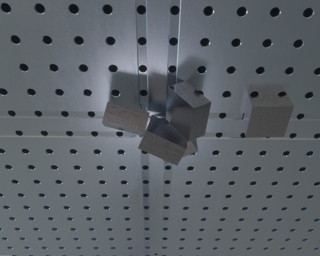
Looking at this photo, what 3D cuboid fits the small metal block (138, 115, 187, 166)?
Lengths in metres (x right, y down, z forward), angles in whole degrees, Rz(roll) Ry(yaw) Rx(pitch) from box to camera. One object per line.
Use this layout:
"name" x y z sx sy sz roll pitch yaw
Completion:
"small metal block" 0.005 0.014 0.376 0.050 0.050 0.025 24 113 -5

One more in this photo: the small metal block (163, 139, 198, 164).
"small metal block" 0.018 0.017 0.426 0.050 0.025 0.050 -23 127 18

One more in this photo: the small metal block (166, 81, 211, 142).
"small metal block" 0.033 -0.021 0.374 0.025 0.050 0.050 -20 136 -26

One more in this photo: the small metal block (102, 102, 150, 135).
"small metal block" -0.042 -0.010 0.382 0.050 0.050 0.025 14 84 -5

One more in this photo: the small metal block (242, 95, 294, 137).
"small metal block" 0.137 -0.015 0.400 0.050 0.025 0.050 -1 130 0
